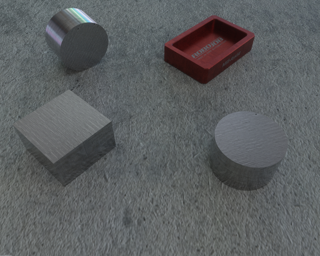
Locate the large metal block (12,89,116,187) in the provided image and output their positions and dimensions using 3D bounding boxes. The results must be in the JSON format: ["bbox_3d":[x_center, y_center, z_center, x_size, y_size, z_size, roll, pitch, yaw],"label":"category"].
[{"bbox_3d":[-0.113,0.010,0.378,0.080,0.050,0.080,35,58,25],"label":"large metal block"}]

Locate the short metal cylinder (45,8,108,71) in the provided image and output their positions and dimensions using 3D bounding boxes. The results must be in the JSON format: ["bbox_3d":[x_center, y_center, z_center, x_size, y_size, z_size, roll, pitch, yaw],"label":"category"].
[{"bbox_3d":[-0.128,-0.137,0.482,0.081,0.080,0.050,-31,57,-23],"label":"short metal cylinder"}]

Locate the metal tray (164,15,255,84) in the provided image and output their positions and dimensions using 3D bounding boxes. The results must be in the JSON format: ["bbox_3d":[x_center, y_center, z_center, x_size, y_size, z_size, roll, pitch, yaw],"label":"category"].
[{"bbox_3d":[0.082,-0.134,0.512,0.090,0.030,0.131,37,59,27],"label":"metal tray"}]

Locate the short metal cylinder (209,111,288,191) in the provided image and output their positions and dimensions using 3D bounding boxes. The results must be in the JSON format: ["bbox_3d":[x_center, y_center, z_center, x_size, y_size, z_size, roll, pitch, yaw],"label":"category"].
[{"bbox_3d":[0.102,0.026,0.365,0.081,0.050,0.080,0,50,0],"label":"short metal cylinder"}]
